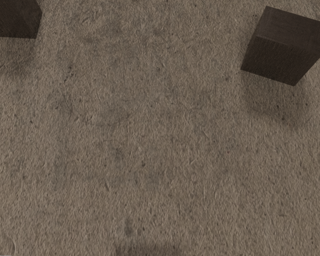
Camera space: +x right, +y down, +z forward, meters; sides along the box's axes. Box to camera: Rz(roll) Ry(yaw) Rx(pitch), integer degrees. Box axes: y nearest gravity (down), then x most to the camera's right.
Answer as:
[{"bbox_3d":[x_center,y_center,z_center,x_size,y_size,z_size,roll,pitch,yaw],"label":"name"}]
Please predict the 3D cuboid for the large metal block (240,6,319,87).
[{"bbox_3d":[0.164,-0.108,0.421,0.080,0.080,0.050,19,71,6],"label":"large metal block"}]

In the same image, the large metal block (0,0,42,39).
[{"bbox_3d":[-0.226,-0.174,0.440,0.081,0.080,0.050,3,70,1],"label":"large metal block"}]
